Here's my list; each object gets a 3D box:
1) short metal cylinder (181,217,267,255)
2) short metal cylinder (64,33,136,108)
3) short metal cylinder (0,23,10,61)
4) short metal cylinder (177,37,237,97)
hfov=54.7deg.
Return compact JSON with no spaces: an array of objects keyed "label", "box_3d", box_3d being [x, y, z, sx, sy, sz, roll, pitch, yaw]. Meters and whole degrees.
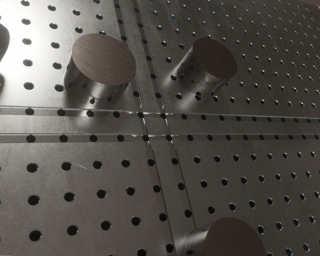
[{"label":"short metal cylinder","box_3d":[0.070,0.145,0.343,0.081,0.050,0.080,14,56,-21]},{"label":"short metal cylinder","box_3d":[-0.077,-0.073,0.396,0.081,0.050,0.080,14,56,-21]},{"label":"short metal cylinder","box_3d":[-0.205,-0.089,0.317,0.050,0.080,0.080,38,51,-3]},{"label":"short metal cylinder","box_3d":[0.074,-0.096,0.493,0.081,0.050,0.080,14,56,-21]}]
